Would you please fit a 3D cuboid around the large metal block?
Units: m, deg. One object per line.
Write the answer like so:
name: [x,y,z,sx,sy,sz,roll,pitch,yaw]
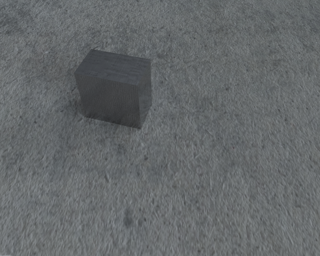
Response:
large metal block: [-0.057,-0.050,0.410,0.080,0.080,0.050,12,51,10]
